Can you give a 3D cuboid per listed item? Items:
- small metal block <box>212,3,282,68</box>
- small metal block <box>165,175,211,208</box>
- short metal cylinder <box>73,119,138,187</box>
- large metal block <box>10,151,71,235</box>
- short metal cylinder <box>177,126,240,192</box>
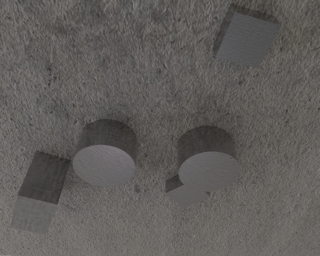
[{"bbox_3d":[0.090,-0.096,0.326,0.050,0.025,0.050,12,129,-10],"label":"small metal block"},{"bbox_3d":[0.044,0.096,0.490,0.050,0.025,0.050,-30,125,22],"label":"small metal block"},{"bbox_3d":[-0.072,0.035,0.420,0.081,0.050,0.079,0,130,0],"label":"short metal cylinder"},{"bbox_3d":[-0.172,0.094,0.449,0.050,0.080,0.079,19,128,-15],"label":"large metal block"},{"bbox_3d":[0.065,0.043,0.428,0.081,0.050,0.079,0,130,0],"label":"short metal cylinder"}]
